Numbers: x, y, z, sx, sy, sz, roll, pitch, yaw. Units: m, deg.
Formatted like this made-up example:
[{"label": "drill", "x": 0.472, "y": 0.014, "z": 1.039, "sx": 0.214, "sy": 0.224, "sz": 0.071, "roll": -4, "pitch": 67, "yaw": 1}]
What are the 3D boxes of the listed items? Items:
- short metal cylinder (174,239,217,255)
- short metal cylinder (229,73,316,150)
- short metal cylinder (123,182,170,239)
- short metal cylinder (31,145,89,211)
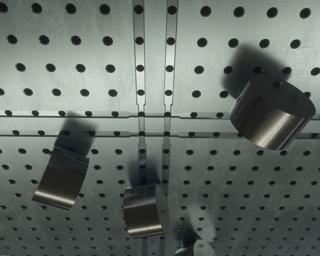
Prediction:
[{"label": "short metal cylinder", "x": 0.073, "y": 0.266, "z": 0.604, "sx": 0.050, "sy": 0.080, "sz": 0.080, "roll": -37, "pitch": 121, "yaw": 27}, {"label": "short metal cylinder", "x": 0.129, "y": -0.020, "z": 0.361, "sx": 0.081, "sy": 0.080, "sz": 0.050, "roll": 14, "pitch": 129, "yaw": -12}, {"label": "short metal cylinder", "x": -0.020, "y": 0.129, "z": 0.485, "sx": 0.050, "sy": 0.080, "sz": 0.080, "roll": -13, "pitch": 129, "yaw": 10}, {"label": "short metal cylinder", "x": -0.139, "y": 0.069, "z": 0.433, "sx": 0.050, "sy": 0.080, "sz": 0.080, "roll": 23, "pitch": 126, "yaw": -19}]
